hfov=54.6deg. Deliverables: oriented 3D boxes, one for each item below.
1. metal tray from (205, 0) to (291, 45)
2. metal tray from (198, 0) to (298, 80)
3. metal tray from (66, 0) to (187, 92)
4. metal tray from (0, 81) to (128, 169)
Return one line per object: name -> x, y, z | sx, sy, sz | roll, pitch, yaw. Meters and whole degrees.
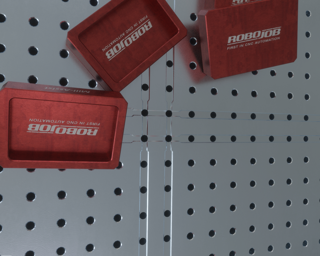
metal tray -> 0.131, -0.172, 0.458 | 0.131, 0.030, 0.090 | 5, 88, -20
metal tray -> 0.122, -0.125, 0.427 | 0.131, 0.030, 0.089 | -14, 114, -9
metal tray -> -0.040, -0.116, 0.394 | 0.130, 0.030, 0.090 | -43, 104, -15
metal tray -> -0.109, 0.000, 0.353 | 0.131, 0.030, 0.089 | 4, 110, -20
